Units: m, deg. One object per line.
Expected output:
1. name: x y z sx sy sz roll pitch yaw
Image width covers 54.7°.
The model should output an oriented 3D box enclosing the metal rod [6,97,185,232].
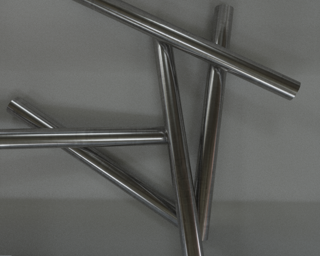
1. metal rod: -0.069 0.054 0.410 0.301 0.025 0.025 34 90 0

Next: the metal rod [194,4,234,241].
1. metal rod: 0.066 -0.011 0.398 0.025 0.025 0.298 7 85 0

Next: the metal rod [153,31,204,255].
1. metal rod: 0.020 0.009 0.385 0.025 0.025 0.299 -8 80 0

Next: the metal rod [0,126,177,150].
1. metal rod: -0.126 0.012 0.383 0.302 0.025 0.025 -1 90 -11

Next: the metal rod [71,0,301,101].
1. metal rod: 0.027 -0.109 0.381 0.301 0.025 0.025 25 90 2
